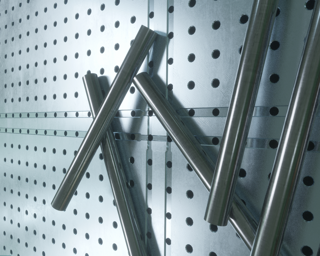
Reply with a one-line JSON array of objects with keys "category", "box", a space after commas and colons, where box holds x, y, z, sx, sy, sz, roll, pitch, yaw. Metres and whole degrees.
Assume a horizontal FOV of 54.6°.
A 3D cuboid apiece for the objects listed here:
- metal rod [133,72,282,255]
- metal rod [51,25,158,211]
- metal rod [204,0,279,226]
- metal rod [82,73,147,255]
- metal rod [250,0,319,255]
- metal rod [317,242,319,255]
[{"category": "metal rod", "box": [0.050, 0.043, 0.369, 0.025, 0.025, 0.299, -49, 61, 29]}, {"category": "metal rod", "box": [-0.085, -0.007, 0.452, 0.025, 0.025, 0.299, 37, 104, 34]}, {"category": "metal rod", "box": [0.090, -0.048, 0.318, 0.025, 0.025, 0.298, 15, 94, 39]}, {"category": "metal rod", "box": [-0.070, 0.055, 0.468, 0.025, 0.025, 0.299, -29, 72, 36]}, {"category": "metal rod", "box": [0.121, 0.029, 0.290, 0.025, 0.025, 0.298, 16, 94, 39]}, {"category": "metal rod", "box": [0.166, 0.055, 0.272, 0.025, 0.025, 0.298, 16, 100, 39]}]
